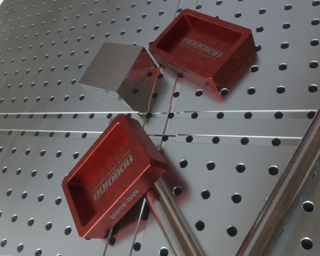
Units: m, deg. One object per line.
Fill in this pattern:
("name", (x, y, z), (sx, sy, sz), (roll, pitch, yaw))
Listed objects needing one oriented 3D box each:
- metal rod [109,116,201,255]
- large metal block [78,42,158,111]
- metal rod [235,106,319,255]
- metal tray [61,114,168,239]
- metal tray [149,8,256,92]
("metal rod", (0.002, 0.090, 0.350), (0.025, 0.025, 0.300), (-36, 51, 4))
("large metal block", (-0.063, -0.080, 0.473), (0.080, 0.050, 0.080), (16, 70, 34))
("metal rod", (0.124, 0.054, 0.292), (0.025, 0.025, 0.300), (24, 69, 36))
("metal tray", (-0.060, 0.058, 0.376), (0.130, 0.030, 0.090), (-48, 49, 14))
("metal tray", (0.057, -0.116, 0.445), (0.090, 0.030, 0.130), (-49, 52, -7))
